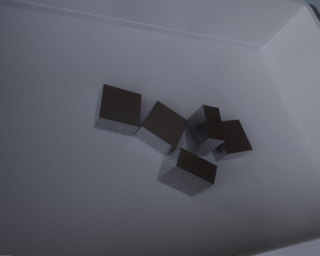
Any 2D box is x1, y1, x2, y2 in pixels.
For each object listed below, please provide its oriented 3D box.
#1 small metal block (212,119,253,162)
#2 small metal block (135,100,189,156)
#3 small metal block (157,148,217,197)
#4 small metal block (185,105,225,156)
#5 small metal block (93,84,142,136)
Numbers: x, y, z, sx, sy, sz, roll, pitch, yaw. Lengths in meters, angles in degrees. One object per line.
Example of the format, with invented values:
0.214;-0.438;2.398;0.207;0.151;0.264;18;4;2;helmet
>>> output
0.098;0.017;0.447;0.050;0.025;0.050;-6;65;-31;small metal block
0.003;0.000;0.405;0.050;0.025;0.050;34;51;-7;small metal block
0.032;0.054;0.372;0.050;0.050;0.025;27;53;-12;small metal block
0.059;0.004;0.418;0.025;0.050;0.050;10;58;-24;small metal block
-0.052;-0.022;0.389;0.050;0.025;0.050;14;56;-21;small metal block
